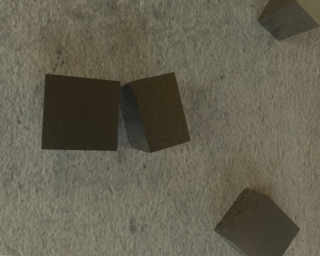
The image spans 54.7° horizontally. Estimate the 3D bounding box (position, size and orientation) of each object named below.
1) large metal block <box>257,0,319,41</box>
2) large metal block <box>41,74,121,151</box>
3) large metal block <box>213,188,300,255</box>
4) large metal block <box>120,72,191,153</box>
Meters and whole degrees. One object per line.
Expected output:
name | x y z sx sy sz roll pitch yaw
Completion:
large metal block | 0.205 -0.185 0.457 0.050 0.080 0.080 36 78 -17
large metal block | -0.093 -0.016 0.362 0.081 0.050 0.079 3 89 -20
large metal block | 0.140 0.148 0.450 0.080 0.050 0.080 45 76 -15
large metal block | -0.011 -0.018 0.377 0.050 0.080 0.080 -16 96 -20
